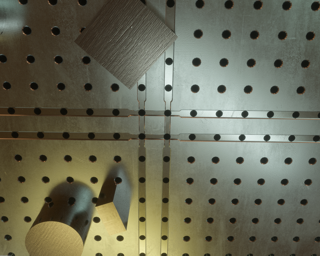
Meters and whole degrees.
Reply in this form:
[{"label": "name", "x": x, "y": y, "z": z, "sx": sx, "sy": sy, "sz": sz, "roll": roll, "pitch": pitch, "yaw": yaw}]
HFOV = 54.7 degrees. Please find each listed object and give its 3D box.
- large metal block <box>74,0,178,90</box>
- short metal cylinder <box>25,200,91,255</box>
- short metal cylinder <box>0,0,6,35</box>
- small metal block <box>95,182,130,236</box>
[{"label": "large metal block", "x": -0.037, "y": -0.105, "z": 0.361, "sx": 0.080, "sy": 0.050, "sz": 0.080, "roll": 41, "pitch": 105, "yaw": -14}, {"label": "short metal cylinder", "x": -0.147, "y": 0.155, "z": 0.455, "sx": 0.081, "sy": 0.050, "sz": 0.079, "roll": 0, "pitch": 110, "yaw": -1}, {"label": "short metal cylinder", "x": -0.226, "y": -0.132, "z": 0.348, "sx": 0.081, "sy": 0.050, "sz": 0.079, "roll": 0, "pitch": 110, "yaw": -1}, {"label": "small metal block", "x": -0.066, "y": 0.115, "z": 0.441, "sx": 0.025, "sy": 0.050, "sz": 0.050, "roll": -18, "pitch": 109, "yaw": 6}]
